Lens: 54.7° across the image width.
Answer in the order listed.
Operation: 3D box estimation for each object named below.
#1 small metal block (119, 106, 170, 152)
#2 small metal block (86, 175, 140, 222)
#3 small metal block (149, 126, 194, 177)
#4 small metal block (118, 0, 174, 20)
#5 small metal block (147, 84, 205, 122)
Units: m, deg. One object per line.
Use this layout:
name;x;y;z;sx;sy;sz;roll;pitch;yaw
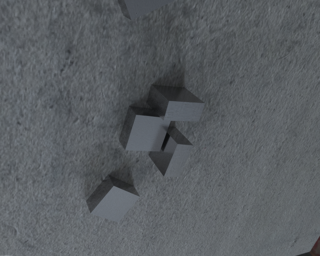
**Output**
small metal block;-0.020;0.002;0.399;0.050;0.025;0.050;5;116;-31
small metal block;-0.066;0.100;0.434;0.050;0.025;0.050;34;99;-39
small metal block;0.014;0.031;0.419;0.025;0.050;0.050;7;115;-32
small metal block;-0.019;-0.144;0.309;0.050;0.025;0.050;-29;129;-11
small metal block;0.019;-0.031;0.383;0.050;0.050;0.025;1;118;-29
